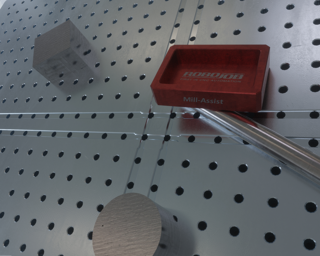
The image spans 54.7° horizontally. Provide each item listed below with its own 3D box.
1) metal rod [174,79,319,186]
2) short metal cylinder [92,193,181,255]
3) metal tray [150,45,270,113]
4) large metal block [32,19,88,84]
[{"bbox_3d":[0.102,0.003,0.353,0.025,0.025,0.300,-49,52,-6],"label":"metal rod"},{"bbox_3d":[-0.024,0.116,0.334,0.080,0.050,0.080,-13,56,21],"label":"short metal cylinder"},{"bbox_3d":[0.064,-0.066,0.387,0.130,0.030,0.090,6,51,22],"label":"metal tray"},{"bbox_3d":[-0.185,-0.142,0.577,0.080,0.050,0.080,-23,53,14],"label":"large metal block"}]
